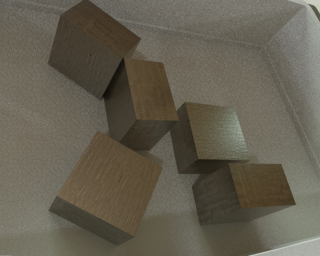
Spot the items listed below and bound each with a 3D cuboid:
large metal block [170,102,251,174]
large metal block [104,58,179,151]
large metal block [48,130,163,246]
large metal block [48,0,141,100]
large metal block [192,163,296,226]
[{"bbox_3d":[0.064,0.015,0.417,0.081,0.050,0.080,4,60,-27],"label":"large metal block"},{"bbox_3d":[-0.027,-0.025,0.372,0.050,0.080,0.080,1,62,-28],"label":"large metal block"},{"bbox_3d":[-0.055,0.063,0.323,0.080,0.050,0.080,31,52,-9],"label":"large metal block"},{"bbox_3d":[-0.082,-0.095,0.384,0.080,0.080,0.050,35,48,-5],"label":"large metal block"},{"bbox_3d":[0.098,0.081,0.375,0.081,0.080,0.050,4,60,-27],"label":"large metal block"}]
